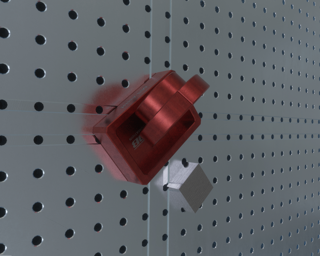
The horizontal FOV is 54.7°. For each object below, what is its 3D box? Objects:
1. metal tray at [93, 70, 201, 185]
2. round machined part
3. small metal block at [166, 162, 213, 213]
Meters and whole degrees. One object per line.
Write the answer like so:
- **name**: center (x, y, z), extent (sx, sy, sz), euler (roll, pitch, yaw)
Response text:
- **metal tray**: center (-0.010, -0.003, 0.397), extent (0.131, 0.030, 0.090), euler (-46, 118, -30)
- **round machined part**: center (0.009, -0.027, 0.362), extent (0.042, 0.098, 0.098), euler (43, 60, 2)
- **small metal block**: center (0.044, 0.085, 0.447), extent (0.050, 0.025, 0.050), euler (-47, 118, -30)
